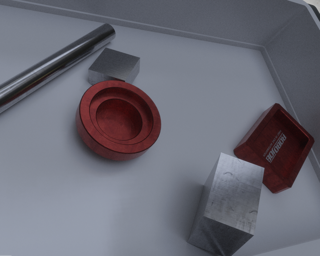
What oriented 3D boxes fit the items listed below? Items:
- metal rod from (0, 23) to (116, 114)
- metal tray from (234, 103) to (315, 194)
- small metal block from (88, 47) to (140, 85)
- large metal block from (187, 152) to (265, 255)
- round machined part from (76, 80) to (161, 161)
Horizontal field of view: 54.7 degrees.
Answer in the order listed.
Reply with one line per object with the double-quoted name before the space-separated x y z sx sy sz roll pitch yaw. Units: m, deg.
"metal rod" -0.152 -0.053 0.356 0.025 0.025 0.301 42 51 0
"metal tray" 0.183 0.027 0.486 0.090 0.030 0.131 46 51 4
"small metal block" -0.060 -0.076 0.411 0.050 0.025 0.050 18 51 8
"large metal block" 0.073 0.088 0.350 0.050 0.080 0.080 20 52 6
"round machined part" -0.052 -0.006 0.371 0.099 0.042 0.098 14 56 -21
